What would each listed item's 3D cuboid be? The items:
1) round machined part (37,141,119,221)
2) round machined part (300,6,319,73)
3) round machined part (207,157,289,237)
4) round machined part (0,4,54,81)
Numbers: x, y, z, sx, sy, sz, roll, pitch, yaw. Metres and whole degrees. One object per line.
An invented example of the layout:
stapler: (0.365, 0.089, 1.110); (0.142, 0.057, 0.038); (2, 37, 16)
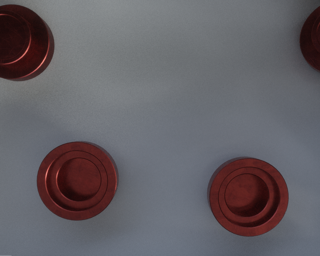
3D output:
round machined part: (-0.102, 0.065, 0.402); (0.099, 0.042, 0.097); (0, 90, 0)
round machined part: (0.226, -0.115, 0.384); (0.098, 0.042, 0.097); (0, 90, 29)
round machined part: (0.110, 0.086, 0.404); (0.099, 0.042, 0.097); (0, 90, 0)
round machined part: (-0.193, -0.112, 0.401); (0.099, 0.042, 0.097); (0, 90, 0)
